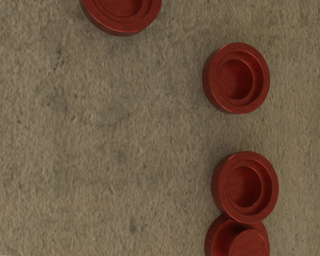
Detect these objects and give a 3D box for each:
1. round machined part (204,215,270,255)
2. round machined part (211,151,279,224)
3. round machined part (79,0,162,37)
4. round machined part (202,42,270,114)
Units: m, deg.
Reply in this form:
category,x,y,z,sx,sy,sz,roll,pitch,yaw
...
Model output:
category,x,y,z,sx,sy,sz,roll,pitch,yaw
round machined part,0.117,0.172,0.445,0.099,0.042,0.097,0,90,-20
round machined part,0.115,0.083,0.440,0.099,0.042,0.097,3,81,-20
round machined part,-0.051,-0.161,0.382,0.099,0.042,0.097,0,90,-21
round machined part,0.103,-0.068,0.439,0.099,0.042,0.097,0,90,-21
